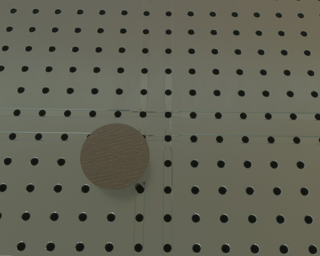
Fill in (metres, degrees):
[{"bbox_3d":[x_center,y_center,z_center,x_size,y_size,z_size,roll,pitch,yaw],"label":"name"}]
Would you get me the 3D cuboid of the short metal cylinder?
[{"bbox_3d":[-0.052,0.040,0.383,0.081,0.050,0.080,0,70,-1],"label":"short metal cylinder"}]
